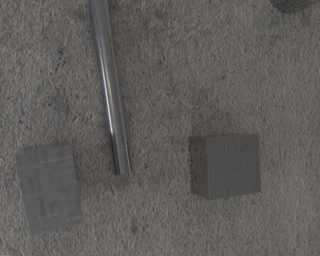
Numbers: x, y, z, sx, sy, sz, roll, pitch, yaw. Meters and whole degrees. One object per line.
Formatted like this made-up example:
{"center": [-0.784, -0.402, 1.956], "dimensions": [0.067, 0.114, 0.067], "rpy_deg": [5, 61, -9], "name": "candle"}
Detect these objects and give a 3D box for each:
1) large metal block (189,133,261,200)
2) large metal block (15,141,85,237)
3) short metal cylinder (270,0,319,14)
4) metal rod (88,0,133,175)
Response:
{"center": [0.089, 0.050, 0.429], "dimensions": [0.081, 0.050, 0.079], "rpy_deg": [-3, 91, -20], "name": "large metal block"}
{"center": [-0.119, 0.060, 0.336], "dimensions": [0.050, 0.080, 0.080], "rpy_deg": [-11, 94, -20], "name": "large metal block"}
{"center": [0.212, -0.223, 0.474], "dimensions": [0.081, 0.050, 0.080], "rpy_deg": [0, 90, -20], "name": "short metal cylinder"}
{"center": [-0.067, -0.091, 0.384], "dimensions": [0.025, 0.025, 0.298], "rpy_deg": [-9, 93, -20], "name": "metal rod"}
